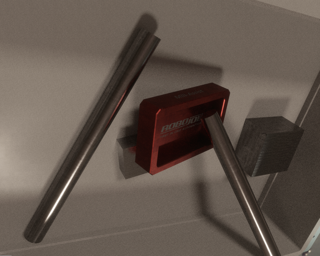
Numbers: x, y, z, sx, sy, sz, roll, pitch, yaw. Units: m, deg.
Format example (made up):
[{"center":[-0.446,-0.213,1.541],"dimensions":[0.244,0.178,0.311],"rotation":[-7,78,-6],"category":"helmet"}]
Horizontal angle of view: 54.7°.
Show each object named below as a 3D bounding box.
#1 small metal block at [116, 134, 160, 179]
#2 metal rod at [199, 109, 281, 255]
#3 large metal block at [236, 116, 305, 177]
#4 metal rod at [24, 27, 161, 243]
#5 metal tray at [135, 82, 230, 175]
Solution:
[{"center":[-0.029,0.036,0.417],"dimensions":[0.050,0.025,0.050],"rotation":[-15,125,-21],"category":"small metal block"},{"center":[0.129,0.108,0.455],"dimensions":[0.025,0.025,0.299],"rotation":[-30,108,-9],"category":"metal rod"},{"center":[0.176,0.029,0.510],"dimensions":[0.081,0.050,0.079],"rotation":[-4,121,-27],"category":"large metal block"},{"center":[-0.088,0.019,0.373],"dimensions":[0.025,0.025,0.299],"rotation":[23,106,-37],"category":"metal rod"},{"center":[0.031,-0.003,0.399],"dimensions":[0.131,0.030,0.089],"rotation":[-18,127,-38],"category":"metal tray"}]
